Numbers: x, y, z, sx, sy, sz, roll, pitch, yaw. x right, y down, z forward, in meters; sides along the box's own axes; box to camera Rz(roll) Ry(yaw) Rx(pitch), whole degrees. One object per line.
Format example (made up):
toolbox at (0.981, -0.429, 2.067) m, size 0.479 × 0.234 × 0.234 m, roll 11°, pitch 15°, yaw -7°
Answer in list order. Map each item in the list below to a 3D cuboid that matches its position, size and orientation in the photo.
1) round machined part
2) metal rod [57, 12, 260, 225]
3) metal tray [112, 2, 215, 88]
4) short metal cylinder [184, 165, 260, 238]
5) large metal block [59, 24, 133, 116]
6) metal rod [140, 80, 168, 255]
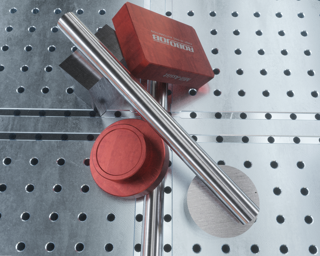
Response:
round machined part at (-0.041, 0.033, 0.373) m, size 0.098 × 0.042 × 0.098 m, roll -6°, pitch 69°, yaw 16°
metal rod at (-0.007, -0.016, 0.342) m, size 0.025 × 0.025 × 0.300 m, roll -42°, pitch 83°, yaw -14°
metal tray at (0.008, -0.104, 0.405) m, size 0.131 × 0.030 × 0.090 m, roll 1°, pitch 62°, yaw -45°
short metal cylinder at (0.070, 0.088, 0.367) m, size 0.081 × 0.050 × 0.080 m, roll 0°, pitch 70°, yaw 0°
large metal block at (-0.075, -0.073, 0.409) m, size 0.050 × 0.080 × 0.080 m, roll 40°, pitch 75°, yaw 13°
metal rod at (-0.004, 0.015, 0.406) m, size 0.025 × 0.025 × 0.299 m, roll 2°, pitch 70°, yaw 0°
